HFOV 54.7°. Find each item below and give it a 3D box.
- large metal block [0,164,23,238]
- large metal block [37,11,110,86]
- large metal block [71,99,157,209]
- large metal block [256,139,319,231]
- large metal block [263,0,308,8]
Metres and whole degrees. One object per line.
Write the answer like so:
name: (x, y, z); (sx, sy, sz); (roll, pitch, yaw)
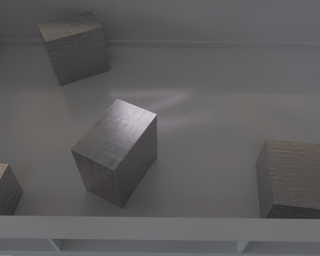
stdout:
large metal block: (-0.202, 0.081, 0.314); (0.080, 0.050, 0.080); (4, 44, 3)
large metal block: (-0.128, -0.120, 0.469); (0.081, 0.080, 0.050); (-22, 53, -17)
large metal block: (-0.045, 0.029, 0.345); (0.050, 0.080, 0.080); (23, 54, 18)
large metal block: (0.154, 0.062, 0.337); (0.080, 0.050, 0.080); (6, 50, 4)
large metal block: (0.258, -0.292, 0.638); (0.080, 0.050, 0.080); (2, 50, 1)
